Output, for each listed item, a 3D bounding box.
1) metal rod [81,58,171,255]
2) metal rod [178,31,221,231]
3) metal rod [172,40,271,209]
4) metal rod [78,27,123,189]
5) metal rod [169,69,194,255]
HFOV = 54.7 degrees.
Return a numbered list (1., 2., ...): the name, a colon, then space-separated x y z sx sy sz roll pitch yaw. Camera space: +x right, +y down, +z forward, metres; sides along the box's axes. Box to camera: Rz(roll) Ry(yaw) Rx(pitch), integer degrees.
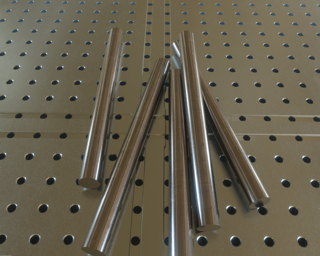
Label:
1. metal rod: -0.030 0.010 0.398 0.025 0.025 0.300 11 51 8
2. metal rod: 0.046 -0.020 0.405 0.025 0.025 0.299 -1 56 -2
3. metal rod: 0.071 -0.029 0.432 0.025 0.025 0.300 -11 51 -10
4. metal rod: -0.079 -0.052 0.449 0.025 0.025 0.300 1 50 0
5. metal rod: 0.023 0.033 0.379 0.025 0.025 0.300 1 50 0
